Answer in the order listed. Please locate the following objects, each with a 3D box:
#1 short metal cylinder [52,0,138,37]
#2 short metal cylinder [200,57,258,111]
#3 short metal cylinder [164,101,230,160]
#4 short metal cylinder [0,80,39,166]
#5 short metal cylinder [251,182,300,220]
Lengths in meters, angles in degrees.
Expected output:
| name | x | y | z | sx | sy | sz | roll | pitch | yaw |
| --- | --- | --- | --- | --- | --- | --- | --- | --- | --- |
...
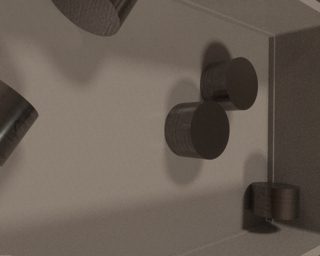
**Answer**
| name | x | y | z | sx | sy | sz | roll | pitch | yaw |
| --- | --- | --- | --- | --- | --- | --- | --- | --- | --- |
| short metal cylinder | -0.066 | -0.141 | 0.317 | 0.080 | 0.080 | 0.050 | 40 | 66 | -33 |
| short metal cylinder | 0.109 | -0.067 | 0.484 | 0.081 | 0.050 | 0.079 | 0 | 90 | -40 |
| short metal cylinder | 0.053 | 0.003 | 0.437 | 0.081 | 0.050 | 0.079 | 0 | 90 | -40 |
| short metal cylinder | -0.148 | -0.011 | 0.247 | 0.080 | 0.080 | 0.050 | 42 | 64 | -32 |
| short metal cylinder | 0.202 | 0.126 | 0.544 | 0.081 | 0.080 | 0.050 | 5 | 87 | -40 |
